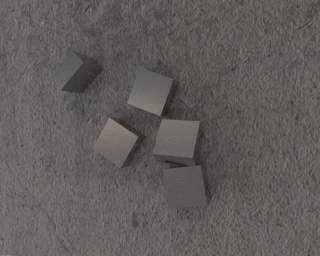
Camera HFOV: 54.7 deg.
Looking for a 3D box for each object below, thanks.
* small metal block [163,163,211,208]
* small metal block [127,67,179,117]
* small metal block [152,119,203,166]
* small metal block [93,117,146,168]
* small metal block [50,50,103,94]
[{"bbox_3d":[0.035,0.074,0.397,0.050,0.025,0.050,-9,87,19],"label":"small metal block"},{"bbox_3d":[-0.009,-0.047,0.412,0.050,0.025,0.050,22,97,18],"label":"small metal block"},{"bbox_3d":[0.023,0.018,0.389,0.050,0.025,0.050,4,61,20],"label":"small metal block"},{"bbox_3d":[-0.056,0.020,0.429,0.050,0.025,0.050,33,101,17],"label":"small metal block"},{"bbox_3d":[-0.117,-0.077,0.437,0.050,0.050,0.025,-46,76,14],"label":"small metal block"}]
